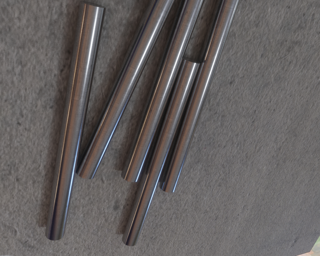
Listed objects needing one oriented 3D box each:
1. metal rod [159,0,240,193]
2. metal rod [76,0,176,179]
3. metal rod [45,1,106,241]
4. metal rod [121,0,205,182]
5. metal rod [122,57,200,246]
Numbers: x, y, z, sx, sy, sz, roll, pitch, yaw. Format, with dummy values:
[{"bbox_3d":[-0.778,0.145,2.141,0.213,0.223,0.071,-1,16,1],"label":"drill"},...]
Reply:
[{"bbox_3d":[0.049,-0.040,0.410,0.025,0.025,0.298,1,118,-30],"label":"metal rod"},{"bbox_3d":[-0.030,-0.070,0.348,0.025,0.025,0.298,15,111,-35],"label":"metal rod"},{"bbox_3d":[-0.103,0.012,0.358,0.025,0.025,0.298,2,118,-30],"label":"metal rod"},{"bbox_3d":[0.007,-0.063,0.372,0.025,0.025,0.298,6,115,-32],"label":"metal rod"},{"bbox_3d":[-0.005,0.048,0.434,0.025,0.025,0.298,4,117,-31],"label":"metal rod"}]
